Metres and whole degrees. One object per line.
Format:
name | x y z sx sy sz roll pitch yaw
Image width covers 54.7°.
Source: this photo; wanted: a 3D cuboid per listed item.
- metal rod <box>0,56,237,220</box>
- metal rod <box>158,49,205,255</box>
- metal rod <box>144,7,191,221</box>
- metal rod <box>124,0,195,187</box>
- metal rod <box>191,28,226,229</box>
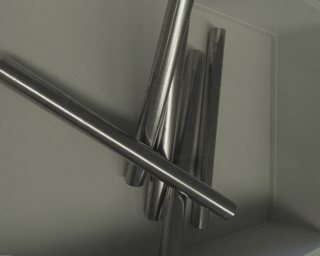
metal rod | -0.031 0.023 0.335 0.301 0.025 0.025 34 68 -20
metal rod | 0.030 0.032 0.401 0.025 0.025 0.299 25 65 -37
metal rod | 0.010 -0.030 0.370 0.025 0.025 0.298 -3 106 -40
metal rod | 0.005 -0.068 0.328 0.025 0.025 0.298 -4 119 -40
metal rod | 0.074 -0.003 0.468 0.025 0.025 0.298 10 84 -40
